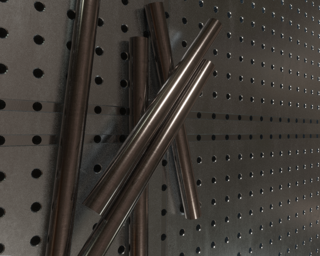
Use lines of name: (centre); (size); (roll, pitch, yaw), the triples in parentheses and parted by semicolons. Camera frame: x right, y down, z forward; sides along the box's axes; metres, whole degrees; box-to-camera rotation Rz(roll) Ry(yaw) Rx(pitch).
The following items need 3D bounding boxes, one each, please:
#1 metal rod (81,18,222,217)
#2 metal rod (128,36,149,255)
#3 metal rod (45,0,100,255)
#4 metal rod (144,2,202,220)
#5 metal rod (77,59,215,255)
metal rod: (0.004, -0.031, 0.379); (0.025, 0.025, 0.300); (48, 62, -30)
metal rod: (-0.027, 0.038, 0.388); (0.025, 0.025, 0.298); (0, 90, -40)
metal rod: (-0.093, -0.004, 0.332); (0.025, 0.025, 0.298); (9, 84, -40)
metal rod: (0.020, -0.017, 0.428); (0.025, 0.025, 0.298); (-19, 102, -39)
metal rod: (-0.007, 0.030, 0.370); (0.025, 0.025, 0.300); (47, 62, -30)
